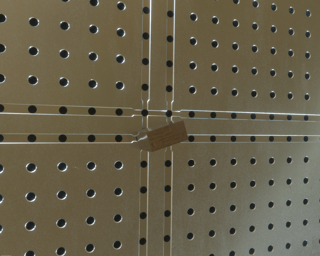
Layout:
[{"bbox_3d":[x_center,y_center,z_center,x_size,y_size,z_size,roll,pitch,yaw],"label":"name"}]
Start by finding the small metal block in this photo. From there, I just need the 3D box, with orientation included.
[{"bbox_3d":[0.001,0.009,0.400,0.050,0.050,0.025,-18,96,-19],"label":"small metal block"}]
